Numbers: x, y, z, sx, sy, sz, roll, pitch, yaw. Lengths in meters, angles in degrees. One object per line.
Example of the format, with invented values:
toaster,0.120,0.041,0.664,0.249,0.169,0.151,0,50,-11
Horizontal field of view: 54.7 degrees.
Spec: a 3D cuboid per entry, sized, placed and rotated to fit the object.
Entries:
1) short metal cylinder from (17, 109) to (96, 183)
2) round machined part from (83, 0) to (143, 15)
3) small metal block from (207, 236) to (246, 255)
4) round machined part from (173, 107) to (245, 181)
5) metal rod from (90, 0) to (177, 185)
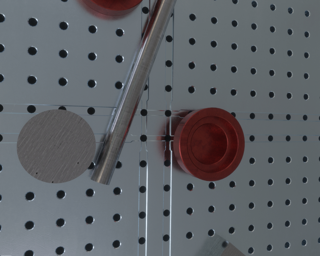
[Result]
short metal cylinder,-0.118,0.020,0.356,0.081,0.050,0.079,0,90,-20
round machined part,-0.058,-0.195,0.382,0.099,0.042,0.097,0,90,-20
small metal block,0.096,0.196,0.449,0.050,0.025,0.050,43,77,-15
round machined part,0.063,0.021,0.427,0.099,0.042,0.097,0,90,-20
metal rod,-0.026,-0.073,0.403,0.025,0.025,0.299,22,83,-19
